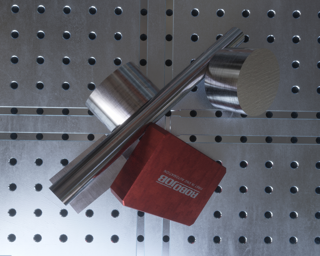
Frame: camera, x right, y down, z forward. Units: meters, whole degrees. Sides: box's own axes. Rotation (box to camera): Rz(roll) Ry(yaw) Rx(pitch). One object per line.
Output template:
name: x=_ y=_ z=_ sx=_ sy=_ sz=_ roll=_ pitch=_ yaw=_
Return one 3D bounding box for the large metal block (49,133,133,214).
large metal block: x=-0.076 y=0.051 z=0.384 sx=0.080 sy=0.080 sz=0.050 roll=-39 pitch=90 yaw=0

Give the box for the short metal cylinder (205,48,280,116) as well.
short metal cylinder: x=0.102 y=-0.058 z=0.382 sx=0.081 sy=0.050 sz=0.079 roll=-11 pitch=109 yaw=-35

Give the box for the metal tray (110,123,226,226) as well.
metal tray: x=0.016 y=0.061 z=0.371 sx=0.130 sy=0.030 sz=0.090 roll=32 pitch=90 yaw=-42

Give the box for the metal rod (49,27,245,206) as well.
metal rod: x=0.001 y=-0.028 z=0.360 sx=0.025 sy=0.025 sz=0.301 roll=47 pitch=68 yaw=0

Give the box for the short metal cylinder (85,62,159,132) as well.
short metal cylinder: x=-0.045 y=-0.036 z=0.385 sx=0.080 sy=0.080 sz=0.050 roll=-43 pitch=91 yaw=0
